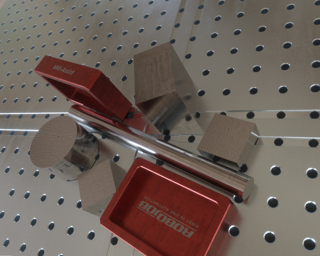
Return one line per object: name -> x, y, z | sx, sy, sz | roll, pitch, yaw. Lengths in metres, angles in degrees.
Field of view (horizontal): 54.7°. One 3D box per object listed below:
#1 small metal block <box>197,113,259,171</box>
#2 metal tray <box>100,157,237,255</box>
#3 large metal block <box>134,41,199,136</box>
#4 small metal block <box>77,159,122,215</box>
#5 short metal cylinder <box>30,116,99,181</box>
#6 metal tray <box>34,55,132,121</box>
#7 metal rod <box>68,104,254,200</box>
small metal block -> 0.079, 0.015, 0.357 | 0.050, 0.025, 0.050 | 19, 71, 35
metal tray -> 0.006, 0.096, 0.342 | 0.130, 0.030, 0.090 | 20, 72, 35
large metal block -> 0.008, -0.048, 0.400 | 0.050, 0.080, 0.080 | -17, 55, 19
small metal block -> -0.076, 0.076, 0.402 | 0.050, 0.025, 0.050 | -28, 52, 10
short metal cylinder -> -0.137, 0.029, 0.445 | 0.080, 0.050, 0.080 | -13, 56, 21
metal tray -> -0.114, -0.060, 0.462 | 0.130, 0.090, 0.030 | 20, 73, 35
metal rod -> -0.022, 0.018, 0.408 | 0.300, 0.025, 0.025 | 21, 73, 36
